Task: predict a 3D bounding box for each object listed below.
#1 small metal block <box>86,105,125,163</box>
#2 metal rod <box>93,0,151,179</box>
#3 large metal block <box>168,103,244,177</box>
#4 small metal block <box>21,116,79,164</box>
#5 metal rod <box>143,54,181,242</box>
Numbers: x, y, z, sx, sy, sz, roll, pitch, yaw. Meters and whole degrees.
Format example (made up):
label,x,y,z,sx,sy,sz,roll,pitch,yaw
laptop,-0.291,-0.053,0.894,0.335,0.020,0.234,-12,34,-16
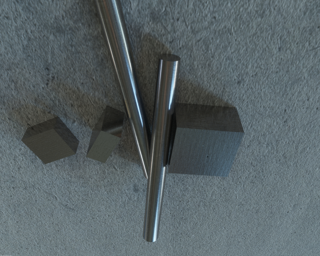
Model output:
label,x,y,z,sx,sy,sz,roll,pitch,yaw
small metal block,-0.070,0.008,0.397,0.025,0.050,0.050,23,126,-19
metal rod,-0.035,-0.044,0.369,0.025,0.025,0.298,-7,130,5
large metal block,0.055,0.016,0.406,0.081,0.050,0.079,4,130,-5
small metal block,-0.147,0.018,0.420,0.050,0.025,0.050,-19,128,15
metal rod,-0.002,0.048,0.420,0.025,0.025,0.298,4,122,-4
